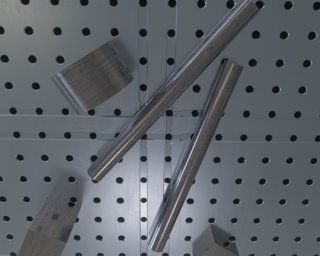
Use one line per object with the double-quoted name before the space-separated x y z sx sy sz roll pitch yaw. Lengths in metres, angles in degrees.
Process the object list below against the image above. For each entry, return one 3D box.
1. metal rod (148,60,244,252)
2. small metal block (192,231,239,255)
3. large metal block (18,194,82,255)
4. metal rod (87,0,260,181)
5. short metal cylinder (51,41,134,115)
"metal rod" 0.043 0.052 0.432 0.025 0.025 0.298 18 109 -7
"small metal block" 0.088 0.200 0.488 0.050 0.025 0.050 34 106 -12
"large metal block" -0.159 0.156 0.440 0.050 0.080 0.080 24 108 -9
"metal rod" 0.007 -0.039 0.398 0.025 0.025 0.299 40 105 -14
"short metal cylinder" -0.078 -0.059 0.362 0.080 0.080 0.050 -30 108 10
